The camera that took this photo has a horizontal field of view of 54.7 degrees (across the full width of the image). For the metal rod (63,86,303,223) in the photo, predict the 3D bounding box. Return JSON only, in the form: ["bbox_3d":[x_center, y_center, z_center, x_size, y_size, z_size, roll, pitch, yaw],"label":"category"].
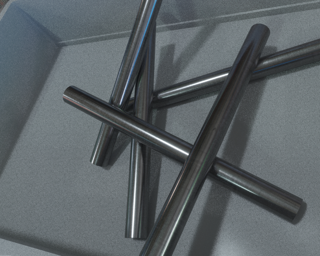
[{"bbox_3d":[0.005,0.017,0.350,0.300,0.025,0.025,26,76,23],"label":"metal rod"}]

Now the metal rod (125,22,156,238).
[{"bbox_3d":[-0.022,-0.016,0.400,0.025,0.025,0.299,-8,66,24],"label":"metal rod"}]

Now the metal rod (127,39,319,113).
[{"bbox_3d":[0.087,-0.065,0.399,0.301,0.025,0.025,-15,56,19],"label":"metal rod"}]

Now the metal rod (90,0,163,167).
[{"bbox_3d":[-0.035,-0.091,0.402,0.025,0.025,0.298,25,100,37],"label":"metal rod"}]

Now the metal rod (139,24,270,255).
[{"bbox_3d":[0.059,-0.002,0.323,0.025,0.025,0.300,12,59,33],"label":"metal rod"}]
